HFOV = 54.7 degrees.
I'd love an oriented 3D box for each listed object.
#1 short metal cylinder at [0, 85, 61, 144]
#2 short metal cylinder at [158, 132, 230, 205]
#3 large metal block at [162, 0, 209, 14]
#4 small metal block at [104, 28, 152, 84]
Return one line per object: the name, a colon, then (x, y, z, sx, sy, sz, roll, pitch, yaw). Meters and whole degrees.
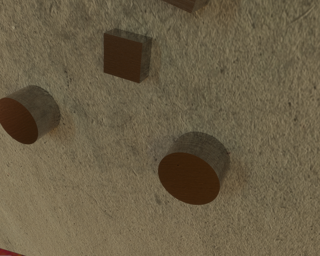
short metal cylinder: (-0.205, -0.021, 0.486, 0.080, 0.050, 0.079, 13, 124, 21)
short metal cylinder: (0.044, 0.052, 0.399, 0.080, 0.050, 0.079, 13, 124, 21)
large metal block: (0.015, -0.163, 0.282, 0.080, 0.050, 0.079, 28, 128, 10)
small metal block: (-0.039, -0.087, 0.374, 0.050, 0.025, 0.050, 19, 126, 17)
